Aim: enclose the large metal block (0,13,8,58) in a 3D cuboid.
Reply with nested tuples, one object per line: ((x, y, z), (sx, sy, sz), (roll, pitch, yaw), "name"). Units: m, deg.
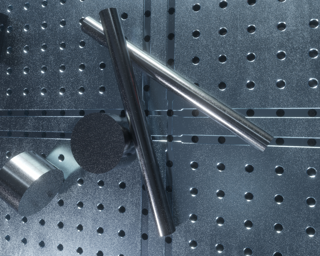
((-0.307, -0.158, 0.508), (0.080, 0.050, 0.080), (14, 95, 19), "large metal block")

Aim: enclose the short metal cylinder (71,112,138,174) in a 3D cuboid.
((-0.074, 0.020, 0.425), (0.080, 0.050, 0.080), (0, 90, 20), "short metal cylinder")

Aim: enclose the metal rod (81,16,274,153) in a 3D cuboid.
((0.011, -0.065, 0.408), (0.300, 0.025, 0.025), (36, 102, 16), "metal rod")

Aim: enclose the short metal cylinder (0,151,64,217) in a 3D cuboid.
((-0.188, 0.080, 0.450), (0.050, 0.080, 0.080), (32, 100, 17), "short metal cylinder")

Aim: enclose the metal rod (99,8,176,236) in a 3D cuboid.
((-0.029, -0.007, 0.406), (0.025, 0.025, 0.298), (-14, 91, 19), "metal rod")
